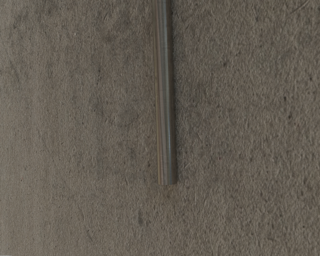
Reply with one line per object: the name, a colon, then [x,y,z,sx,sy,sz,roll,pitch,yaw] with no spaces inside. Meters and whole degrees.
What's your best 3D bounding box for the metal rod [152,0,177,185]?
metal rod: [0.005,-0.078,0.401,0.025,0.025,0.298,-3,88,40]
